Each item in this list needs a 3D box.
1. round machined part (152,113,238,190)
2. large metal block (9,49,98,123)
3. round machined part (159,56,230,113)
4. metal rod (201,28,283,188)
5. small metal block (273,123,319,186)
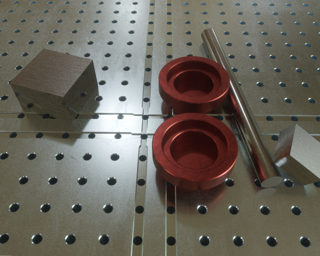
[{"bbox_3d":[0.040,0.031,0.370,0.099,0.042,0.098,0,50,0],"label":"round machined part"},{"bbox_3d":[-0.147,-0.062,0.442,0.080,0.050,0.080,15,52,12],"label":"large metal block"},{"bbox_3d":[0.047,-0.056,0.444,0.099,0.042,0.098,0,50,0],"label":"round machined part"},{"bbox_3d":[0.107,-0.051,0.451,0.025,0.025,0.300,-6,50,-5],"label":"metal rod"},{"bbox_3d":[0.166,0.032,0.368,0.050,0.025,0.050,37,53,-10],"label":"small metal block"}]
